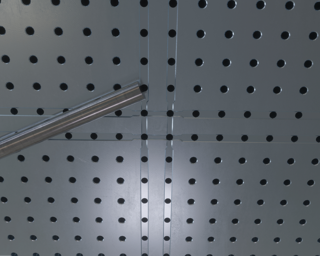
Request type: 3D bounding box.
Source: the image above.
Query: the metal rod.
[{"bbox_3d":[-0.162,0.007,0.414,0.301,0.025,0.025,-22,109,7],"label":"metal rod"}]
